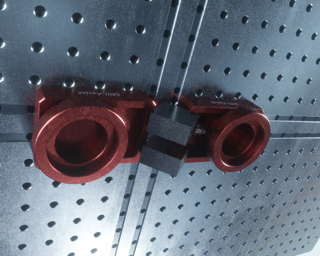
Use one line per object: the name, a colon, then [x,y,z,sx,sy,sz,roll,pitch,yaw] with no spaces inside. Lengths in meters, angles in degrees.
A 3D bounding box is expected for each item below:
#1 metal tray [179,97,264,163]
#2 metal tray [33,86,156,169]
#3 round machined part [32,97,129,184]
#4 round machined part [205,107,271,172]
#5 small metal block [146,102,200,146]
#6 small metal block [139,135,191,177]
metal tray: [0.081,0.004,0.455,0.131,0.030,0.089,0,118,-29]
metal tray: [-0.078,0.000,0.367,0.131,0.030,0.089,-1,121,-28]
round machined part: [-0.088,0.010,0.342,0.099,0.042,0.097,-14,124,-21]
round machined part: [0.108,0.013,0.450,0.099,0.042,0.097,-14,124,-21]
small metal block: [0.017,-0.007,0.382,0.050,0.050,0.025,20,115,11]
small metal block: [0.007,0.032,0.400,0.050,0.050,0.025,20,115,11]
